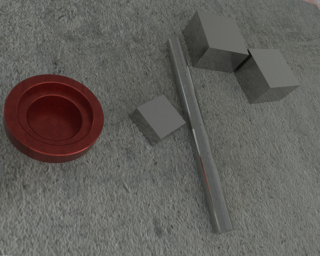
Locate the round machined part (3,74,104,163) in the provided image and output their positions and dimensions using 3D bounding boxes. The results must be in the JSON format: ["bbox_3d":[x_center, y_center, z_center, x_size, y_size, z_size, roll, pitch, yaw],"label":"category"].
[{"bbox_3d":[-0.115,-0.007,0.336,0.099,0.042,0.098,14,56,-21],"label":"round machined part"}]

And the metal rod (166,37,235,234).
[{"bbox_3d":[0.050,-0.007,0.436,0.025,0.025,0.299,3,60,-27],"label":"metal rod"}]

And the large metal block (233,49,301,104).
[{"bbox_3d":[0.185,-0.092,0.546,0.081,0.050,0.080,-9,66,-32],"label":"large metal block"}]

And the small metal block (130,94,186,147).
[{"bbox_3d":[-0.002,-0.010,0.410,0.050,0.025,0.050,-31,79,-38],"label":"small metal block"}]

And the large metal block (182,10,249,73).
[{"bbox_3d":[0.094,-0.146,0.529,0.081,0.050,0.080,2,61,-28],"label":"large metal block"}]

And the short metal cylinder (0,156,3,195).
[{"bbox_3d":[-0.180,0.046,0.263,0.081,0.050,0.080,14,56,-21],"label":"short metal cylinder"}]
